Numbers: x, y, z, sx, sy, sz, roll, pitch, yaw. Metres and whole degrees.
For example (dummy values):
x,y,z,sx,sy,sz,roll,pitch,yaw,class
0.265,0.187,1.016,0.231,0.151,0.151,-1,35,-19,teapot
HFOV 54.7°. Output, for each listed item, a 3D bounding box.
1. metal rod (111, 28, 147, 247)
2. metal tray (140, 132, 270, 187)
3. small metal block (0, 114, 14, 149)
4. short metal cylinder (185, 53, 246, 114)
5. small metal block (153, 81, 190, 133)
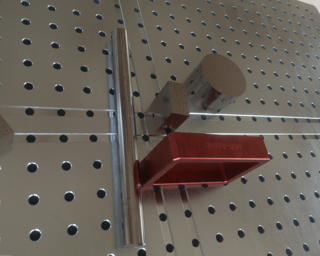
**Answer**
x,y,z,sx,sy,sz,roll,pitch,yaw,class
-0.044,-0.009,0.391,0.025,0.025,0.299,7,59,-25,metal rod
0.052,0.041,0.371,0.131,0.090,0.030,3,61,-27,metal tray
-0.184,0.002,0.308,0.050,0.025,0.050,48,51,5,small metal block
0.086,-0.069,0.482,0.081,0.050,0.080,14,56,-21,short metal cylinder
0.014,-0.027,0.418,0.025,0.050,0.050,9,58,-24,small metal block
